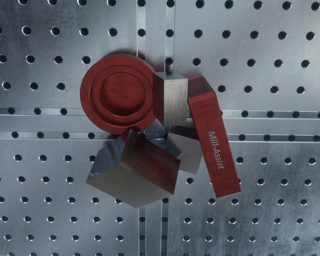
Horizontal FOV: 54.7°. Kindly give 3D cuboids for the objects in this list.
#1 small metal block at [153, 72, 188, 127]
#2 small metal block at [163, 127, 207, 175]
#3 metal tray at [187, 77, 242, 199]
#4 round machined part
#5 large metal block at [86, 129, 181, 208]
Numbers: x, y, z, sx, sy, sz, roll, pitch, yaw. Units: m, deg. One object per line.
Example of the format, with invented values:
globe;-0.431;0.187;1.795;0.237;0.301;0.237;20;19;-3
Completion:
small metal block;0.010;-0.034;0.344;0.025;0.050;0.050;-5;109;-14
small metal block;0.033;0.030;0.419;0.050;0.025;0.050;15;114;5
metal tray;0.062;0.009;0.383;0.030;0.090;0.129;-17;110;6
round machined part;-0.046;-0.044;0.387;0.099;0.042;0.097;0;110;-1
large metal block;-0.034;0.056;0.396;0.080;0.050;0.080;34;139;-23
